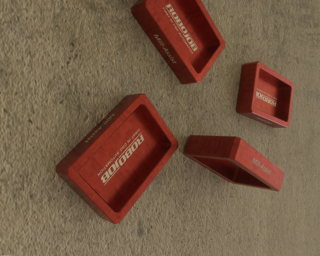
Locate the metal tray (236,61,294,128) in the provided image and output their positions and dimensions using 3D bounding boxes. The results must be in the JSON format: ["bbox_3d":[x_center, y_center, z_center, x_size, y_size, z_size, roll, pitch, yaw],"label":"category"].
[{"bbox_3d":[0.195,-0.057,0.563,0.131,0.030,0.090,16,80,-39],"label":"metal tray"}]

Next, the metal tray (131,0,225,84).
[{"bbox_3d":[0.031,-0.136,0.426,0.130,0.030,0.090,50,60,-28],"label":"metal tray"}]

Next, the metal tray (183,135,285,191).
[{"bbox_3d":[0.109,0.052,0.453,0.130,0.090,0.030,32,70,-35],"label":"metal tray"}]

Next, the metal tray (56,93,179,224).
[{"bbox_3d":[-0.043,0.033,0.364,0.130,0.030,0.090,-50,119,-28],"label":"metal tray"}]
